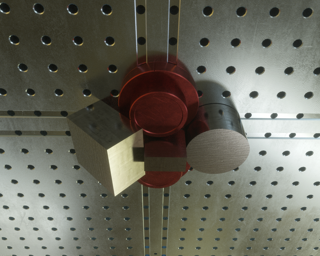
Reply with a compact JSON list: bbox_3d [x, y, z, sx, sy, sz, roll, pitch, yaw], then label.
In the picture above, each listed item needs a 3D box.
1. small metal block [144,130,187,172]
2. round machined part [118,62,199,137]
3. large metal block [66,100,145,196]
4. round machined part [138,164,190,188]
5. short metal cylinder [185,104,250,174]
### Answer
[{"bbox_3d":[0.006,0.027,0.390,0.050,0.050,0.025,1,130,-1],"label":"small metal block"},{"bbox_3d":[-0.002,-0.027,0.377,0.099,0.042,0.097,0,130,0],"label":"round machined part"},{"bbox_3d":[-0.066,0.024,0.387,0.050,0.080,0.079,-33,140,-32],"label":"large metal block"},{"bbox_3d":[-0.003,0.049,0.442,0.099,0.042,0.097,0,130,0],"label":"round machined part"},{"bbox_3d":[0.072,0.015,0.407,0.081,0.050,0.079,0,130,0],"label":"short metal cylinder"}]
